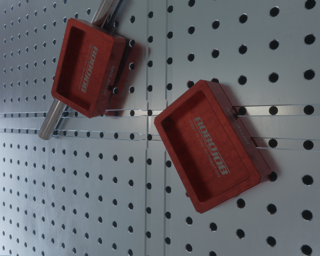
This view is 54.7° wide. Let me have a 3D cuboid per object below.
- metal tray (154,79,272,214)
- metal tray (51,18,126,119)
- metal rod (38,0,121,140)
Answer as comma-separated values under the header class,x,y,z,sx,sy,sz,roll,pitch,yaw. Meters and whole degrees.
class,x,y,z,sx,sy,sz,roll,pitch,yaw
metal tray,0.055,0.021,0.360,0.090,0.030,0.130,-39,66,33
metal tray,-0.114,-0.091,0.479,0.090,0.030,0.129,29,112,20
metal rod,-0.143,-0.096,0.527,0.025,0.025,0.298,50,119,28
